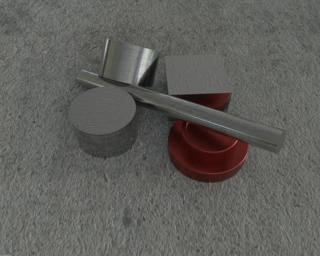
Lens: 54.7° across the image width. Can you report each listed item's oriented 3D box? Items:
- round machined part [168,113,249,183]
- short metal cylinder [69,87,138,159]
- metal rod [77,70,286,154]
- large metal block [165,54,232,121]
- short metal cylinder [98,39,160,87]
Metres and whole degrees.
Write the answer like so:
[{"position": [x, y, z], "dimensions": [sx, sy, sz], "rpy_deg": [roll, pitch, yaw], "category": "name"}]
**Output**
[{"position": [0.059, 0.014, 0.381], "dimensions": [0.099, 0.042, 0.098], "rpy_deg": [0, 50, 0], "category": "round machined part"}, {"position": [-0.069, -0.007, 0.395], "dimensions": [0.081, 0.050, 0.080], "rpy_deg": [0, 50, 0], "category": "short metal cylinder"}, {"position": [0.002, -0.031, 0.387], "dimensions": [0.300, 0.025, 0.025], "rpy_deg": [21, 52, 33], "category": "metal rod"}, {"position": [0.049, -0.058, 0.435], "dimensions": [0.081, 0.050, 0.080], "rpy_deg": [-2, 50, -2], "category": "large metal block"}, {"position": [-0.044, -0.092, 0.441], "dimensions": [0.080, 0.050, 0.080], "rpy_deg": [13, 12, -3], "category": "short metal cylinder"}]
